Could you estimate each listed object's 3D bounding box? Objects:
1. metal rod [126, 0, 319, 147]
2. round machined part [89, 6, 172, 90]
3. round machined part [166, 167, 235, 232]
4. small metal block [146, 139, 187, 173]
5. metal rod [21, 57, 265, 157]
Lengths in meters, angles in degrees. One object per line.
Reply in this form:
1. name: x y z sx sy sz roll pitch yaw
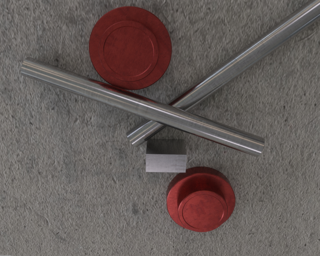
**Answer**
1. metal rod: 0.083 -0.069 0.385 0.300 0.025 0.025 -35 107 12
2. round machined part: -0.035 -0.092 0.366 0.099 0.042 0.097 0 110 0
3. round machined part: 0.059 0.108 0.441 0.099 0.042 0.097 0 110 0
4. small metal block: 0.007 0.036 0.410 0.050 0.050 0.025 1 110 -1
5. metal rod: -0.021 -0.026 0.377 0.301 0.025 0.025 19 109 1
